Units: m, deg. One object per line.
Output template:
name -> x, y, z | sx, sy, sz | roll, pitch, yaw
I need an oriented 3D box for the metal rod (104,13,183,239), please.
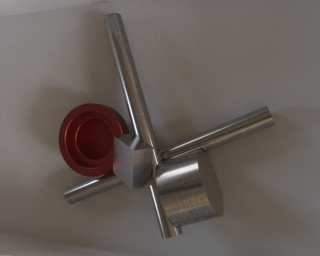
metal rod -> -0.026, -0.013, 0.398 | 0.025, 0.025, 0.299 | -20, 76, 18

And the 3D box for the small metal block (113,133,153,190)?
small metal block -> -0.034, 0.039, 0.376 | 0.050, 0.025, 0.050 | 29, 120, 50

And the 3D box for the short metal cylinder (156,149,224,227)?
short metal cylinder -> 0.037, 0.071, 0.366 | 0.050, 0.080, 0.080 | -21, 83, 18

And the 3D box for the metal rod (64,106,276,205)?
metal rod -> -0.001, 0.043, 0.408 | 0.300, 0.025, 0.025 | -24, 82, 18

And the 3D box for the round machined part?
round machined part -> -0.086, 0.016, 0.430 | 0.098, 0.042, 0.097 | 0, 90, 19
